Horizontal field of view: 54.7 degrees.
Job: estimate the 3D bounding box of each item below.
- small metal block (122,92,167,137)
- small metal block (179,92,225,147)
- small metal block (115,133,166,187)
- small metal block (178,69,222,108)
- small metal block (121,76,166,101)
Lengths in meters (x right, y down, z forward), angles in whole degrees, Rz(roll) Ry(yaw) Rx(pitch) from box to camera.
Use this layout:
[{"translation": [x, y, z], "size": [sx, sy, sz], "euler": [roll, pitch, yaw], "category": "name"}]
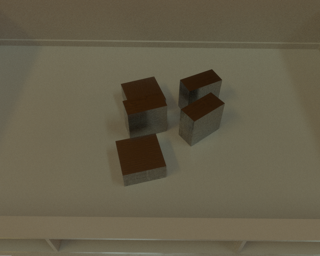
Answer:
[{"translation": [-0.019, -0.015, 0.401], "size": [0.050, 0.050, 0.025], "euler": [-14, 52, -12], "category": "small metal block"}, {"translation": [0.053, -0.011, 0.399], "size": [0.050, 0.050, 0.025], "euler": [-30, 57, -23], "category": "small metal block"}, {"translation": [-0.023, 0.038, 0.373], "size": [0.050, 0.025, 0.050], "euler": [-11, 51, -10], "category": "small metal block"}, {"translation": [0.055, -0.048, 0.430], "size": [0.050, 0.050, 0.025], "euler": [-21, 54, -17], "category": "small metal block"}, {"translation": [-0.024, -0.043, 0.441], "size": [0.050, 0.025, 0.050], "euler": [-15, 52, -13], "category": "small metal block"}]
